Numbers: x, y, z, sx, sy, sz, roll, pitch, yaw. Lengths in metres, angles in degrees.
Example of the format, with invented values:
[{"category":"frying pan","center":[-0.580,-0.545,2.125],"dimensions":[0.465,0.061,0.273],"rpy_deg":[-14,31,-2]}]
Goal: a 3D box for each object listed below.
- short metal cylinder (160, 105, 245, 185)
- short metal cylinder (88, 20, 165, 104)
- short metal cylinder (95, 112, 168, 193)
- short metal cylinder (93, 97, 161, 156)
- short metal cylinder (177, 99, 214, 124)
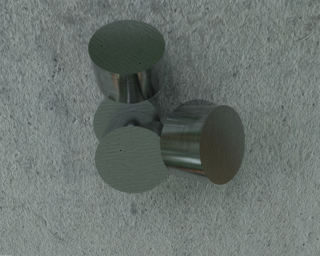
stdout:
[{"category":"short metal cylinder","center":[0.047,0.016,0.327],"dimensions":[0.050,0.081,0.080],"rpy_deg":[3,118,45]},{"category":"short metal cylinder","center":[-0.035,-0.074,0.347],"dimensions":[0.081,0.080,0.050],"rpy_deg":[0,149,-1]},{"category":"short metal cylinder","center":[-0.029,0.027,0.353],"dimensions":[0.081,0.050,0.079],"rpy_deg":[0,110,-1]},{"category":"short metal cylinder","center":[-0.039,-0.011,0.393],"dimensions":[0.081,0.050,0.079],"rpy_deg":[0,110,-1]},{"category":"short metal cylinder","center":[0.051,0.008,0.401],"dimensions":[0.081,0.050,0.079],"rpy_deg":[0,110,-1]}]
